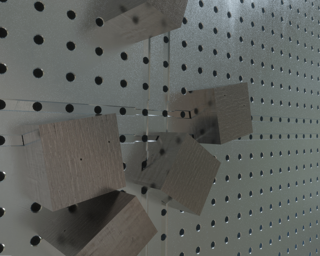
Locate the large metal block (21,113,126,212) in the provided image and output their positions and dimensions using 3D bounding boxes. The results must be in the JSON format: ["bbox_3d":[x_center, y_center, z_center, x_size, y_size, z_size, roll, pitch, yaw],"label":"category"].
[{"bbox_3d":[-0.088,0.030,0.321,0.081,0.050,0.079,-12,98,-40],"label":"large metal block"}]

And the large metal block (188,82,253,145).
[{"bbox_3d":[0.094,-0.024,0.474,0.081,0.050,0.079,-15,100,-39],"label":"large metal block"}]

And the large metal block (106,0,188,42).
[{"bbox_3d":[-0.011,-0.157,0.365,0.050,0.080,0.080,25,75,-38],"label":"large metal block"}]

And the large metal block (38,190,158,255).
[{"bbox_3d":[-0.064,0.109,0.321,0.080,0.080,0.050,-41,116,-32],"label":"large metal block"}]

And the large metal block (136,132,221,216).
[{"bbox_3d":[0.027,0.061,0.418,0.080,0.050,0.080,40,65,-33],"label":"large metal block"}]
